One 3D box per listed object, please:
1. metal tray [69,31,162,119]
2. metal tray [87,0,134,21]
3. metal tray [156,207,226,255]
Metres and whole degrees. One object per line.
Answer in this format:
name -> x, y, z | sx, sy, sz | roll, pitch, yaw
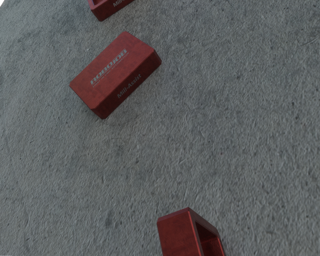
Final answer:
metal tray -> -0.072, -0.087, 0.492 | 0.130, 0.030, 0.090 | -45, 51, -4
metal tray -> -0.082, -0.278, 0.614 | 0.130, 0.030, 0.090 | -30, 52, 9
metal tray -> 0.041, 0.141, 0.254 | 0.030, 0.090, 0.130 | -24, 53, 14
